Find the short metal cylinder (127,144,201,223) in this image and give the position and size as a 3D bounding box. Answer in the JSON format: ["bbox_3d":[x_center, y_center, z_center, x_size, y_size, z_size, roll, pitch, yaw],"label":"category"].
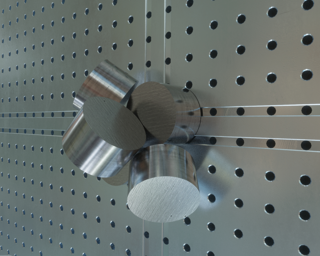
[{"bbox_3d":[0.004,0.065,0.359,0.080,0.080,0.050,-48,26,29],"label":"short metal cylinder"}]

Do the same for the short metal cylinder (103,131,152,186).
[{"bbox_3d":[-0.045,0.036,0.427,0.080,0.050,0.079,0,90,39],"label":"short metal cylinder"}]

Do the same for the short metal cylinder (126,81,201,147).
[{"bbox_3d":[0.003,-0.016,0.388,0.080,0.050,0.079,0,90,39],"label":"short metal cylinder"}]

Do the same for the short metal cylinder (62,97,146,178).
[{"bbox_3d":[-0.064,0.010,0.357,0.050,0.081,0.080,-49,62,29],"label":"short metal cylinder"}]

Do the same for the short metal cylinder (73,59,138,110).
[{"bbox_3d":[-0.073,-0.046,0.422,0.050,0.080,0.080,35,116,-3],"label":"short metal cylinder"}]
